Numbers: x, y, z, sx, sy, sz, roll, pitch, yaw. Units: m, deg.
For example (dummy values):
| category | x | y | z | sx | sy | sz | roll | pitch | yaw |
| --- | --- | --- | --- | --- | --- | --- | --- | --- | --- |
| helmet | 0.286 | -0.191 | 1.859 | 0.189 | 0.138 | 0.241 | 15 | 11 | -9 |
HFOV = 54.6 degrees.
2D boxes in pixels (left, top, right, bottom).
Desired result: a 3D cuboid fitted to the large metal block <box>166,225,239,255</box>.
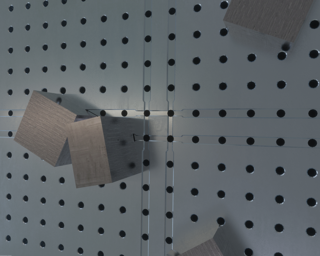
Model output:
| category | x | y | z | sx | sy | sz | roll | pitch | yaw |
| --- | --- | --- | --- | --- | --- | --- | --- | --- | --- |
| large metal block | 0.057 | 0.179 | 0.379 | 0.080 | 0.050 | 0.080 | -34 | 79 | 17 |

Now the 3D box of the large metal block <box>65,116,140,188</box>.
| category | x | y | z | sx | sy | sz | roll | pitch | yaw |
| --- | --- | --- | --- | --- | --- | --- | --- | --- | --- |
| large metal block | -0.072 | 0.029 | 0.410 | 0.050 | 0.080 | 0.080 | -12 | 86 | 20 |

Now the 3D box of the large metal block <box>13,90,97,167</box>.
| category | x | y | z | sx | sy | sz | roll | pitch | yaw |
| --- | --- | --- | --- | --- | --- | --- | --- | --- | --- |
| large metal block | -0.153 | 0.000 | 0.454 | 0.080 | 0.050 | 0.080 | 28 | 99 | 18 |

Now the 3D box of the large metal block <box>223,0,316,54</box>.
| category | x | y | z | sx | sy | sz | roll | pitch | yaw |
| --- | --- | --- | --- | --- | --- | --- | --- | --- | --- |
| large metal block | 0.129 | -0.141 | 0.354 | 0.080 | 0.050 | 0.080 | 25 | 98 | 18 |
